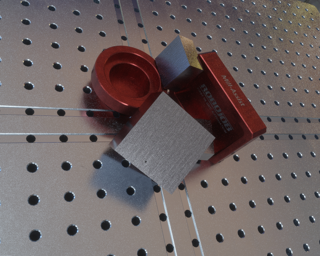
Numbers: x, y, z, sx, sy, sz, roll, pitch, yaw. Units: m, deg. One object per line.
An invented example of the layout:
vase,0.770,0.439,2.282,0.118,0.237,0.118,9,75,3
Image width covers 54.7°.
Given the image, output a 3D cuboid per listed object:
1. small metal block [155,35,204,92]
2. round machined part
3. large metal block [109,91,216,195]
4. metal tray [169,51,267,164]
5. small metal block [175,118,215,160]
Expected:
small metal block,0.024,-0.083,0.405,0.025,0.050,0.050,9,55,-41
round machined part,-0.043,-0.058,0.410,0.099,0.042,0.098,14,56,-21
large metal block,0.001,0.015,0.356,0.080,0.050,0.080,41,82,-15
metal tray,0.073,-0.027,0.424,0.030,0.090,0.130,-19,72,-36
small metal block,0.043,0.014,0.418,0.050,0.025,0.050,6,63,-13
